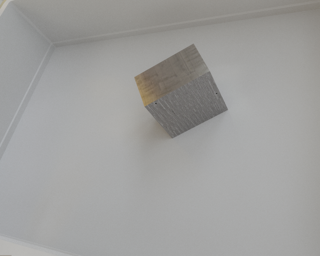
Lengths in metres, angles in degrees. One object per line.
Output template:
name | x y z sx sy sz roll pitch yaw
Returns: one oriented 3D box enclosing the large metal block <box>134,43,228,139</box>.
large metal block | 0.028 -0.042 0.381 0.080 0.080 0.050 -28 53 10
